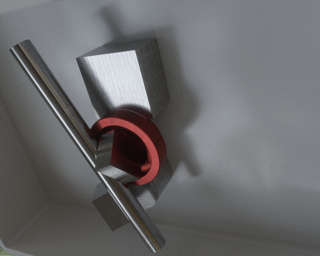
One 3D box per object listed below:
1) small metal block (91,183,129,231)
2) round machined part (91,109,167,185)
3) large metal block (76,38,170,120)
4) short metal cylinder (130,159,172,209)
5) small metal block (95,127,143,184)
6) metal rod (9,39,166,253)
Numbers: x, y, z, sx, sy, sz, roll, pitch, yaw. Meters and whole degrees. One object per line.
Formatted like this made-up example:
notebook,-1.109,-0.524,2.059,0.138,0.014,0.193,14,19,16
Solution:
small metal block,-0.065,0.101,0.418,0.025,0.050,0.050,-30,104,3
round machined part,-0.036,0.020,0.388,0.098,0.042,0.097,13,124,20
large metal block,-0.042,-0.057,0.374,0.080,0.050,0.080,0,119,28
short metal cylinder,-0.029,0.070,0.449,0.080,0.050,0.079,13,124,20
small metal block,-0.048,0.033,0.373,0.025,0.050,0.050,-21,142,32
metal rod,-0.079,0.033,0.377,0.025,0.025,0.299,-21,108,35
